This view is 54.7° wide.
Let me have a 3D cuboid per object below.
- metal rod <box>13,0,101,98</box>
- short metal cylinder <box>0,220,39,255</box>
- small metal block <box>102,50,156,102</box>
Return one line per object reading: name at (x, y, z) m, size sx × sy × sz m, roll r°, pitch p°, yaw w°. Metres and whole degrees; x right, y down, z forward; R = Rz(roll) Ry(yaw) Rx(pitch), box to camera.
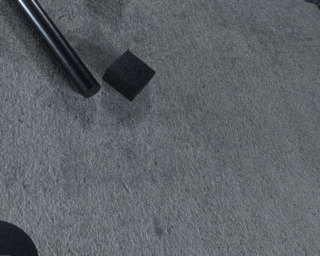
metal rod at (-0.174, -0.163, 0.409) m, size 0.025 × 0.025 × 0.299 m, roll -30°, pitch 79°, yaw -38°
short metal cylinder at (-0.140, 0.118, 0.241) m, size 0.081 × 0.050 × 0.080 m, roll 14°, pitch 56°, yaw -21°
small metal block at (-0.042, -0.072, 0.427) m, size 0.050 × 0.025 × 0.050 m, roll 39°, pitch 51°, yaw -3°
